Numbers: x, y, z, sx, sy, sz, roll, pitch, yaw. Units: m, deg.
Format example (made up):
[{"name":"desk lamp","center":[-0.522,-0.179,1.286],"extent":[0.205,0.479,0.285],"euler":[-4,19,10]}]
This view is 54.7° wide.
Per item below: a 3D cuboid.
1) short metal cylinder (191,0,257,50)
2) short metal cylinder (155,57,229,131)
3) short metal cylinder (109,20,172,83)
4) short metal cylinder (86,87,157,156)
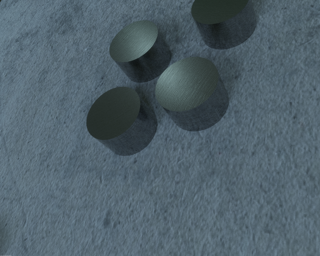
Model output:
[{"name":"short metal cylinder","center":[0.091,-0.158,0.437],"extent":[0.080,0.050,0.080],"euler":[-13,56,20]},{"name":"short metal cylinder","center":[0.041,-0.042,0.391],"extent":[0.080,0.050,0.080],"euler":[-13,56,20]},{"name":"short metal cylinder","center":[-0.029,-0.116,0.473],"extent":[0.080,0.050,0.080],"euler":[-13,56,20]},{"name":"short metal cylinder","center":[-0.051,-0.009,0.418],"extent":[0.080,0.050,0.080],"euler":[-13,56,20]}]
